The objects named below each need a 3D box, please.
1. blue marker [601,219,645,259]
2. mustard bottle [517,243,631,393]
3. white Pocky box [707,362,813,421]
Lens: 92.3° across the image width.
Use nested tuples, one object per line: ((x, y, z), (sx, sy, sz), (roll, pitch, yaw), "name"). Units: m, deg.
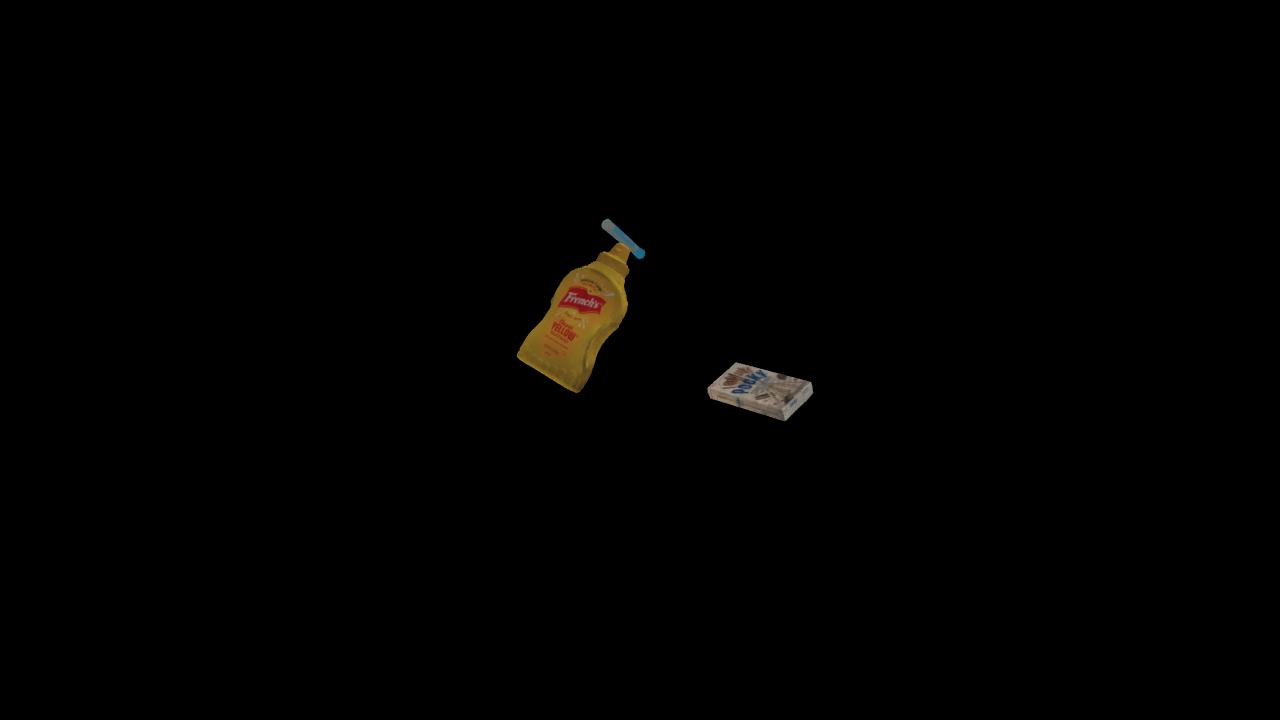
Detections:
((-0.026, -0.208, 1.073), (0.020, 0.020, 0.121), (0, -18, 32), "blue marker")
((-0.064, -0.060, 0.736), (0.092, 0.184, 0.054), (29, -5, 25), "mustard bottle")
((0.195, 0.050, 1.006), (0.084, 0.028, 0.154), (-38, 34, -30), "white Pocky box")
